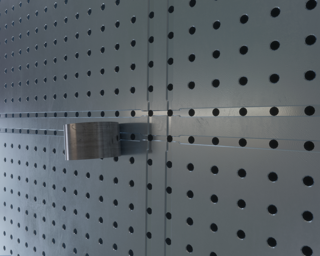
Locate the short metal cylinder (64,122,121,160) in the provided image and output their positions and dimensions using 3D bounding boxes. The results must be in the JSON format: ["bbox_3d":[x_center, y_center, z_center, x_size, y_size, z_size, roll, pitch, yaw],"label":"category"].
[{"bbox_3d":[-0.099,0.019,0.457,0.080,0.081,0.050,-6,86,40],"label":"short metal cylinder"}]
